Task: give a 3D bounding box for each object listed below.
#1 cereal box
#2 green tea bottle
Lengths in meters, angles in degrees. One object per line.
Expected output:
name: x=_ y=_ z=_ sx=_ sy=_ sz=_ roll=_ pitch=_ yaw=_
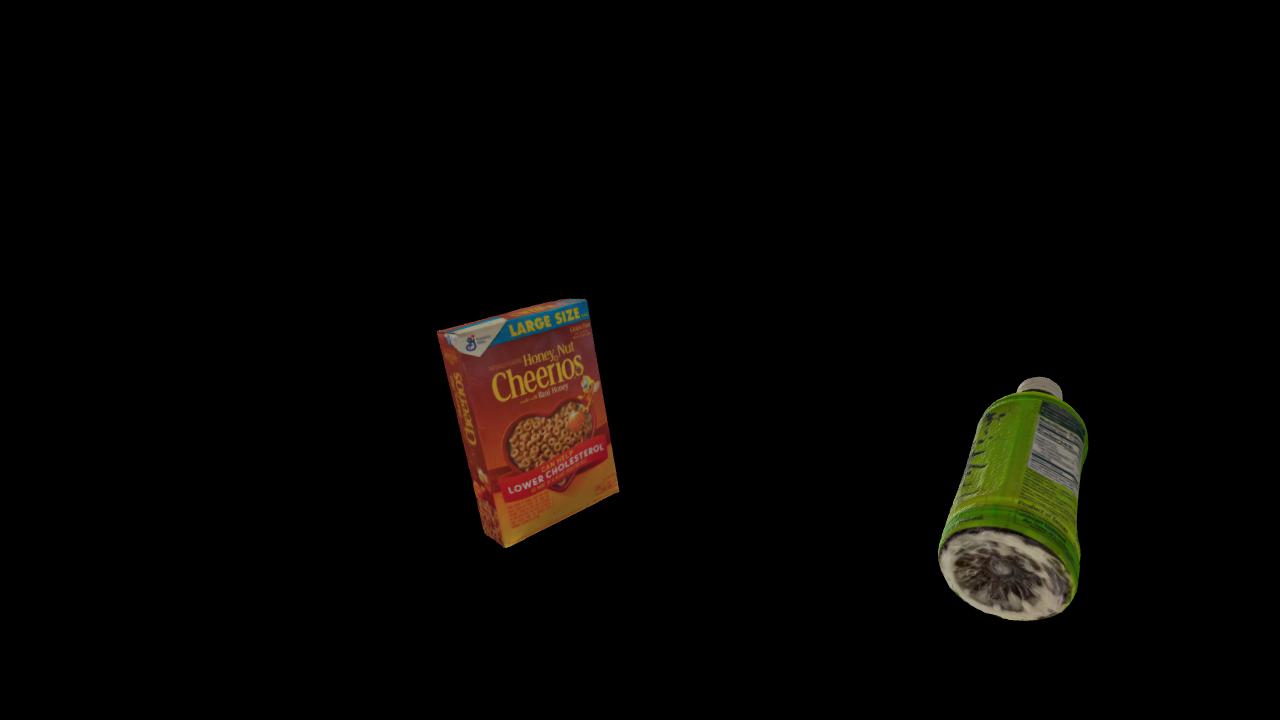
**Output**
cereal box: x=-0.149 y=0.081 z=0.873 sx=0.203 sy=0.306 sz=0.081 roll=-19 pitch=18 yaw=-37
green tea bottle: x=0.259 y=0.074 z=0.413 sx=0.073 sy=0.073 sz=0.212 roll=0 pitch=26 yaw=41
